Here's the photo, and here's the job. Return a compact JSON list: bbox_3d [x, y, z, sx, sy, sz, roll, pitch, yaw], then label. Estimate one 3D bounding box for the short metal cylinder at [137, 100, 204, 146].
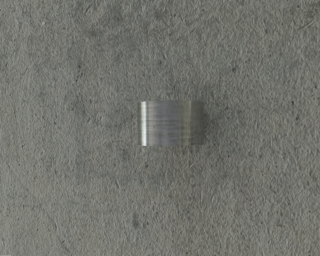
[{"bbox_3d":[0.013,-0.005,0.376,0.080,0.080,0.050,-1,90,20],"label":"short metal cylinder"}]
